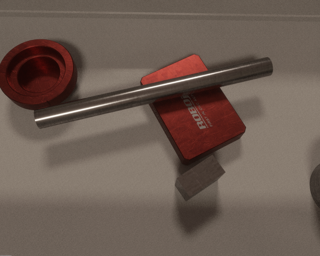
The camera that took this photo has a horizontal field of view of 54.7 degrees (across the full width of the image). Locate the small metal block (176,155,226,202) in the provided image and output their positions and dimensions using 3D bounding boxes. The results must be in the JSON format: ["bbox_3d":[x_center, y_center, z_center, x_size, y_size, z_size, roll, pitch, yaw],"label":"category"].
[{"bbox_3d":[0.047,0.062,0.374,0.050,0.050,0.025,-32,74,-11],"label":"small metal block"}]

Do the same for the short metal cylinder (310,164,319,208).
[{"bbox_3d":[0.233,0.070,0.374,0.081,0.050,0.080,0,70,0],"label":"short metal cylinder"}]

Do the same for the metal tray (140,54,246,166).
[{"bbox_3d":[0.042,-0.027,0.417,0.091,0.030,0.130,-26,72,-10],"label":"metal tray"}]

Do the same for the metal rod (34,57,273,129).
[{"bbox_3d":[-0.004,-0.046,0.394,0.302,0.025,0.025,-14,71,-5],"label":"metal rod"}]

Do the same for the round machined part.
[{"bbox_3d":[-0.162,-0.068,0.424,0.099,0.042,0.098,0,70,-1],"label":"round machined part"}]
